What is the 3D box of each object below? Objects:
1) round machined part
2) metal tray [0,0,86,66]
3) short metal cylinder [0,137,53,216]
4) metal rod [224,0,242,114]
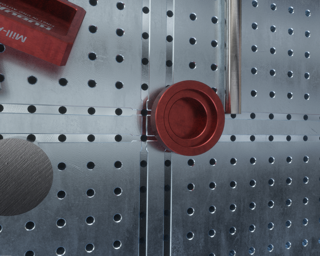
[{"bbox_3d":[0.034,-0.013,0.416,0.099,0.042,0.097,0,90,-20],"label":"round machined part"},{"bbox_3d":[-0.151,-0.123,0.325,0.131,0.030,0.090,20,39,-19],"label":"metal tray"},{"bbox_3d":[-0.160,0.050,0.340,0.081,0.050,0.080,0,90,-20],"label":"short metal cylinder"},{"bbox_3d":[0.106,-0.169,0.451,0.025,0.025,0.298,0,90,-20],"label":"metal rod"}]
